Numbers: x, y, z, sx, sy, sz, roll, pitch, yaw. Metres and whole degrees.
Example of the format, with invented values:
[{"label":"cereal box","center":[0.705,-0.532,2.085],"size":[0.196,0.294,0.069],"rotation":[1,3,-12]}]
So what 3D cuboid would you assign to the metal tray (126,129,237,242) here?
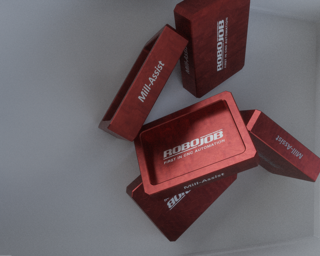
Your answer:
[{"label":"metal tray","center":[0.032,0.074,0.420],"size":[0.130,0.030,0.090],"rotation":[-41,103,-15]}]

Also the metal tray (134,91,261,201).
[{"label":"metal tray","center":[0.038,0.021,0.365],"size":[0.130,0.030,0.090],"rotation":[-22,58,12]}]

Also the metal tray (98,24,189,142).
[{"label":"metal tray","center":[-0.023,-0.049,0.365],"size":[0.030,0.090,0.130],"rotation":[31,81,-16]}]

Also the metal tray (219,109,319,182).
[{"label":"metal tray","center":[0.147,0.024,0.429],"size":[0.130,0.090,0.030],"rotation":[34,79,-17]}]

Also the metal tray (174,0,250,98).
[{"label":"metal tray","center":[0.067,-0.109,0.389],"size":[0.090,0.030,0.129],"rotation":[-35,145,-16]}]
